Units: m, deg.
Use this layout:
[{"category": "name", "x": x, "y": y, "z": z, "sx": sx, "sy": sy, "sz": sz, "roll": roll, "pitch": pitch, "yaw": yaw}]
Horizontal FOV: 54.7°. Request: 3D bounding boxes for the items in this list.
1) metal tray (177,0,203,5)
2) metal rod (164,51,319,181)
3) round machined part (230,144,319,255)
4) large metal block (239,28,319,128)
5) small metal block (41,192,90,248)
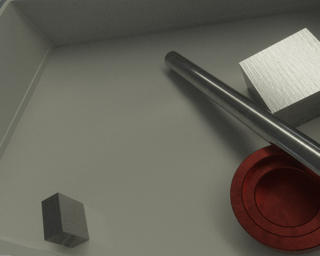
[{"category": "metal tray", "x": 0.092, "y": -0.259, "z": 0.514, "sx": 0.130, "sy": 0.030, "sz": 0.090, "roll": -1, "pitch": 61, "yaw": 27}, {"category": "metal rod", "x": 0.082, "y": -0.029, "z": 0.344, "sx": 0.025, "sy": 0.025, "sz": 0.300, "roll": -41, "pitch": 40, "yaw": 0}, {"category": "round machined part", "x": 0.120, "y": 0.067, "z": 0.291, "sx": 0.098, "sy": 0.042, "sz": 0.098, "roll": -13, "pitch": 56, "yaw": 20}, {"category": "large metal block", "x": 0.147, "y": -0.051, "z": 0.344, "sx": 0.080, "sy": 0.050, "sz": 0.080, "roll": -27, "pitch": 53, "yaw": 11}, {"category": "small metal block", "x": -0.116, "y": 0.113, "z": 0.379, "sx": 0.025, "sy": 0.050, "sz": 0.050, "roll": -29, "pitch": 52, "yaw": 9}]
